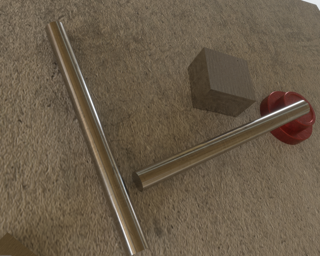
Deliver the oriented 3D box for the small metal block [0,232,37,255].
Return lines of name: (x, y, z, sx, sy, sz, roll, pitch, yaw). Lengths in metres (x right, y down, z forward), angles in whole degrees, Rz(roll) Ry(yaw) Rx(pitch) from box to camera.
small metal block: (-0.128, 0.126, 0.258, 0.050, 0.025, 0.050, 40, 51, -2)

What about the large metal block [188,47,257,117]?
large metal block: (0.095, -0.070, 0.484, 0.081, 0.050, 0.080, 11, 57, -23)

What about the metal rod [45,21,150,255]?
metal rod: (-0.081, -0.003, 0.362, 0.025, 0.025, 0.299, -12, 68, -33)

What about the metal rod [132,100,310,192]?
metal rod: (0.100, 0.015, 0.423, 0.302, 0.025, 0.025, -20, 73, -27)

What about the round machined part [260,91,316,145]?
round machined part: (0.225, -0.024, 0.532, 0.099, 0.042, 0.098, 14, 56, -21)
